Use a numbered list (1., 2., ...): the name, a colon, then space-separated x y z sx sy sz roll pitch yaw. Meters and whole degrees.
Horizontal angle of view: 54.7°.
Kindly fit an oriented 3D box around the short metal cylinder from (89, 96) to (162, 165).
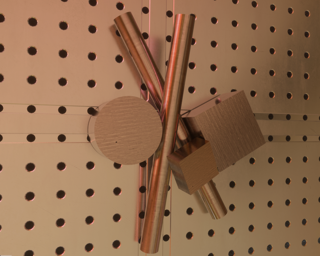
1. short metal cylinder: -0.044 0.003 0.380 0.081 0.050 0.079 0 90 -21

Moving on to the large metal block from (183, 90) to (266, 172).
1. large metal block: 0.085 0.003 0.426 0.080 0.050 0.080 -29 100 -18

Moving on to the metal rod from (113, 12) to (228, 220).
1. metal rod: 0.018 -0.009 0.415 0.025 0.025 0.299 -30 100 -18

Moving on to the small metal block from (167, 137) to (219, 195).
1. small metal block: 0.042 0.047 0.391 0.050 0.025 0.050 -31 116 -25

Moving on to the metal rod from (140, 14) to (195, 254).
1. metal rod: 0.008 0.011 0.391 0.025 0.025 0.298 7 96 -20
